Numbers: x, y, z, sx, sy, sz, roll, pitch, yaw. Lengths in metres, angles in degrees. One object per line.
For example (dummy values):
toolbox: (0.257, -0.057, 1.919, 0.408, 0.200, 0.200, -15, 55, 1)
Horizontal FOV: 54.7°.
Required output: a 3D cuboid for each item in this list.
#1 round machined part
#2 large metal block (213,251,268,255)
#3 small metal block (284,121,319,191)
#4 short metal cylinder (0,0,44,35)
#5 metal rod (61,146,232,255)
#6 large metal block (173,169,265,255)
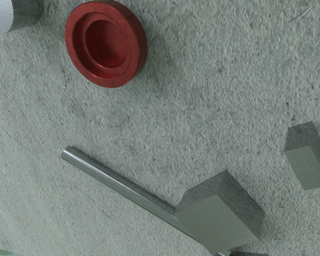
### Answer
round machined part: (-0.058, -0.100, 0.363, 0.098, 0.042, 0.097, 13, 124, 20)
large metal block: (0.126, 0.236, 0.469, 0.080, 0.050, 0.080, -7, 115, 31)
small metal block: (0.156, 0.029, 0.326, 0.025, 0.050, 0.050, -22, 107, 36)
short metal cylinder: (-0.197, -0.164, 0.391, 0.080, 0.050, 0.079, 13, 124, 20)
metal rod: (-0.025, 0.113, 0.488, 0.301, 0.025, 0.025, 29, 128, 9)
large metal block: (0.080, 0.115, 0.419, 0.080, 0.050, 0.080, 47, 129, -6)
